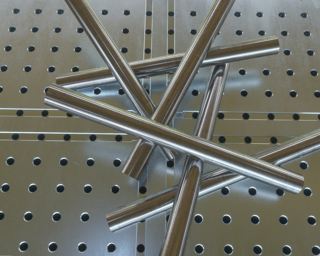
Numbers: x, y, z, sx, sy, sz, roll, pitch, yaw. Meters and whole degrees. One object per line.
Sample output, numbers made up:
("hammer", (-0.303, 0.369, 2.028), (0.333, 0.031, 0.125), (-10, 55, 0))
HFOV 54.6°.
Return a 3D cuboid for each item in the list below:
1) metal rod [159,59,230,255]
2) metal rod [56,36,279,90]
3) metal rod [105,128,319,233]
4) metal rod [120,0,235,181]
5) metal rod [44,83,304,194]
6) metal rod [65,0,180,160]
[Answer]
("metal rod", (0.045, 0.035, 0.377), (0.025, 0.025, 0.300), (16, 62, 6))
("metal rod", (0.008, -0.087, 0.426), (0.301, 0.025, 0.025), (-10, 70, 3))
("metal rod", (0.080, 0.061, 0.389), (0.302, 0.025, 0.025), (-20, 71, -7))
("metal rod", (0.034, -0.073, 0.391), (0.025, 0.025, 0.300), (26, 78, 9))
("metal rod", (0.022, 0.015, 0.350), (0.301, 0.025, 0.025), (20, 71, -7))
("metal rod", (-0.060, -0.090, 0.403), (0.025, 0.025, 0.299), (-33, 89, -11))
